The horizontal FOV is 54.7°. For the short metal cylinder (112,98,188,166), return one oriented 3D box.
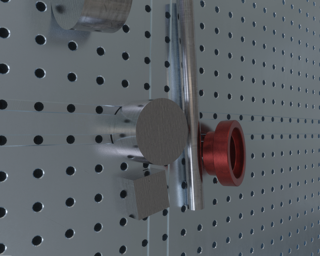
[{"bbox_3d":[-0.012,0.004,0.384,0.081,0.050,0.079,0,90,-40],"label":"short metal cylinder"}]

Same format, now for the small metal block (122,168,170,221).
[{"bbox_3d":[-0.018,0.083,0.395,0.050,0.025,0.050,-12,98,-39],"label":"small metal block"}]

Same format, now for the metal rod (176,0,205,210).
[{"bbox_3d":[0.044,-0.032,0.446,0.025,0.025,0.298,-6,94,-40],"label":"metal rod"}]

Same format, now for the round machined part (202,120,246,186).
[{"bbox_3d":[0.096,0.038,0.466,0.098,0.042,0.097,11,77,-60],"label":"round machined part"}]

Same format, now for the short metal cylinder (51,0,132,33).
[{"bbox_3d":[-0.071,-0.139,0.314,0.050,0.080,0.079,-9,96,-40],"label":"short metal cylinder"}]
